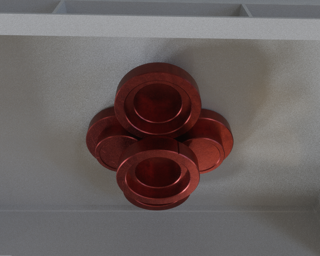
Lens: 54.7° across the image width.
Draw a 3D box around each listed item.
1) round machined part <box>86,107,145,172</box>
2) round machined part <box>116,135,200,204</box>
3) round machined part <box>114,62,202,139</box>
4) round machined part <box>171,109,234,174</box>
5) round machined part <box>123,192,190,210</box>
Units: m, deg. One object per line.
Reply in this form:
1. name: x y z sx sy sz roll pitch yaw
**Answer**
1. round machined part: -0.050 0.022 0.414 0.099 0.042 0.097 -1 130 0
2. round machined part: -0.002 0.047 0.380 0.099 0.042 0.097 -1 130 0
3. round machined part: -0.002 -0.034 0.366 0.099 0.042 0.097 -1 130 0
4. round machined part: 0.050 0.025 0.417 0.099 0.042 0.097 -1 130 0
5. round machined part: -0.004 0.077 0.461 0.099 0.042 0.097 -1 130 0
